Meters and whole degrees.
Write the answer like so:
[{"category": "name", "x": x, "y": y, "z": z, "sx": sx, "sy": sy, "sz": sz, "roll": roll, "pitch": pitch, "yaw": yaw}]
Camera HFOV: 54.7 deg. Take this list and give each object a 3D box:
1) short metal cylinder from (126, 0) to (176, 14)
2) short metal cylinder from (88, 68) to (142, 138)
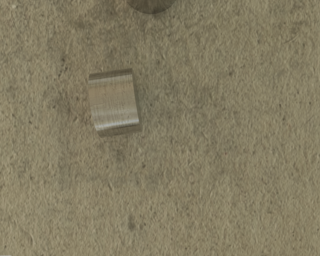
[{"category": "short metal cylinder", "x": -0.012, "y": -0.195, "z": 0.397, "sx": 0.081, "sy": 0.050, "sz": 0.079, "roll": 0, "pitch": 90, "yaw": -1}, {"category": "short metal cylinder", "x": -0.053, "y": -0.031, "z": 0.382, "sx": 0.050, "sy": 0.080, "sz": 0.080, "roll": -8, "pitch": 90, "yaw": 0}]
